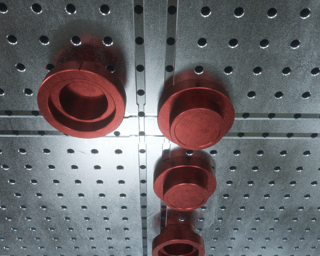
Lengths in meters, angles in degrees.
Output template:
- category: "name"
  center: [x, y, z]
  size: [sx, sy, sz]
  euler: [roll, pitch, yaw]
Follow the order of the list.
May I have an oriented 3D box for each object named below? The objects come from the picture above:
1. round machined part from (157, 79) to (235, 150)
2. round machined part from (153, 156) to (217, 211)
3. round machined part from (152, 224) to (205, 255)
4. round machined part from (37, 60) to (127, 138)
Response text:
- category: "round machined part"
  center: [0.046, -0.010, 0.393]
  size: [0.099, 0.042, 0.097]
  euler: [-1, 130, 0]
- category: "round machined part"
  center: [0.039, 0.092, 0.480]
  size: [0.099, 0.042, 0.097]
  euler: [0, 130, 0]
- category: "round machined part"
  center: [0.034, 0.219, 0.588]
  size: [0.099, 0.042, 0.097]
  euler: [-1, 130, 0]
- category: "round machined part"
  center: [-0.089, -0.037, 0.368]
  size: [0.099, 0.042, 0.097]
  euler: [-1, 130, 0]
